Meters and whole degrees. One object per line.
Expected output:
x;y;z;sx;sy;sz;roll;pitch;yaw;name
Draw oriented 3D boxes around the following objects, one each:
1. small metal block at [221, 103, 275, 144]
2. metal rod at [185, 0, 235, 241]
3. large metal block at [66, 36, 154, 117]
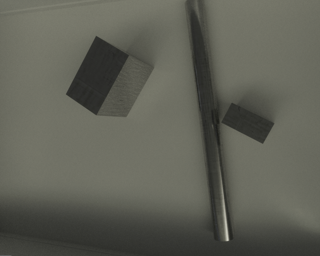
0.103;-0.006;0.361;0.050;0.050;0.025;29;100;17;small metal block
0.062;-0.012;0.388;0.025;0.025;0.298;-8;87;19;metal rod
-0.061;-0.062;0.402;0.050;0.080;0.080;33;101;16;large metal block
